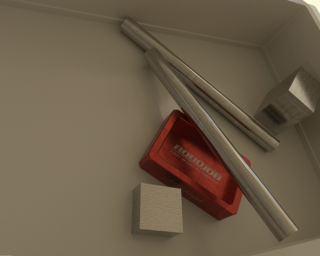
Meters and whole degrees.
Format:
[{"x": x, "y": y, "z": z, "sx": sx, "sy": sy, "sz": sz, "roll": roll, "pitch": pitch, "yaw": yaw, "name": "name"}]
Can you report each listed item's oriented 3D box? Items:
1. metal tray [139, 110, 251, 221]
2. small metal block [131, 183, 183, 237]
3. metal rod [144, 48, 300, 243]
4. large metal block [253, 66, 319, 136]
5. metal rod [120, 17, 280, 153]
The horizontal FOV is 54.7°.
[{"x": 0.049, "y": 0.046, "z": 0.402, "sx": 0.130, "sy": 0.030, "sz": 0.090, "roll": 35, "pitch": 51, "yaw": -6, "name": "metal tray"}, {"x": -0.003, "y": 0.093, "z": 0.349, "sx": 0.050, "sy": 0.025, "sz": 0.050, "roll": 13, "pitch": 56, "yaw": -22, "name": "small metal block"}, {"x": 0.060, "y": 0.001, "z": 0.389, "sx": 0.025, "sy": 0.025, "sz": 0.299, "roll": -13, "pitch": 55, "yaw": -34, "name": "metal rod"}, {"x": 0.213, "y": -0.044, "z": 0.515, "sx": 0.050, "sy": 0.080, "sz": 0.080, "roll": 42, "pitch": 51, "yaw": 0, "name": "large metal block"}, {"x": 0.063, "y": -0.066, "z": 0.481, "sx": 0.300, "sy": 0.025, "sz": 0.025, "roll": 39, "pitch": 51, "yaw": -2, "name": "metal rod"}]
